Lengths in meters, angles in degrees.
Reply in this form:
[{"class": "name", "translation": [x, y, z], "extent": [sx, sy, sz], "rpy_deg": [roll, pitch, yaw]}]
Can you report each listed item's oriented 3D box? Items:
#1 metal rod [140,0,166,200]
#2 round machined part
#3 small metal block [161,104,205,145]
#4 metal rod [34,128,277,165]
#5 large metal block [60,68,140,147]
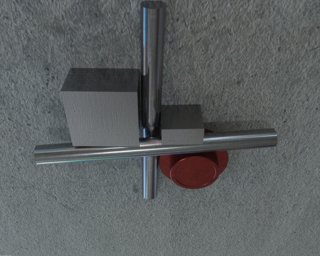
[{"class": "metal rod", "translation": [-0.012, -0.008, 0.401], "extent": [0.025, 0.025, 0.298], "rpy_deg": [1, 130, -2]}, {"class": "round machined part", "translation": [0.048, 0.050, 0.440], "extent": [0.099, 0.042, 0.097], "rpy_deg": [-1, 130, 0]}, {"class": "small metal block", "translation": [0.027, -0.005, 0.388], "extent": [0.050, 0.050, 0.025], "rpy_deg": [-1, 130, 0]}, {"class": "metal rod", "translation": [-0.003, 0.023, 0.396], "extent": [0.302, 0.025, 0.025], "rpy_deg": [-4, 130, -3]}, {"class": "large metal block", "translation": [-0.065, -0.024, 0.370], "extent": [0.081, 0.050, 0.079], "rpy_deg": [1, 130, -1]}]
